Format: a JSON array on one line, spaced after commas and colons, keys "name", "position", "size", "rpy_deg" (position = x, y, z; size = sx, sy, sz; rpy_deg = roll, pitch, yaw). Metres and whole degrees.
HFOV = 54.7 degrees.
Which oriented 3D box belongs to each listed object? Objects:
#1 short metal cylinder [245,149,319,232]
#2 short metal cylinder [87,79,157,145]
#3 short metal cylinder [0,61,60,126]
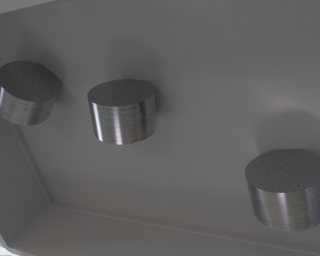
[{"name": "short metal cylinder", "position": [0.139, 0.065, 0.340], "size": [0.080, 0.080, 0.050], "rpy_deg": [-4, 117, 30]}, {"name": "short metal cylinder", "position": [-0.045, -0.022, 0.383], "size": [0.080, 0.080, 0.050], "rpy_deg": [11, 123, 22]}, {"name": "short metal cylinder", "position": [-0.191, -0.050, 0.443], "size": [0.080, 0.080, 0.050], "rpy_deg": [38, 129, 2]}]
